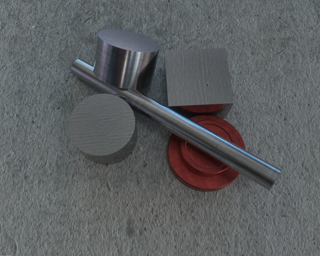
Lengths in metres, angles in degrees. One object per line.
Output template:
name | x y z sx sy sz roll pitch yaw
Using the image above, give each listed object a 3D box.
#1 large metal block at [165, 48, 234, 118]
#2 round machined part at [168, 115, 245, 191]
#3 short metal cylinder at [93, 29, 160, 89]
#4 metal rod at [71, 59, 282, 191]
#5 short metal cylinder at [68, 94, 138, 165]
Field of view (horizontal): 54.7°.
large metal block | 0.048 -0.057 0.415 0.081 0.050 0.080 -3 70 -1
round machined part | 0.059 0.028 0.390 0.099 0.042 0.098 0 70 0
short metal cylinder | -0.044 -0.092 0.409 0.081 0.050 0.080 12 31 -7
metal rod | 0.001 -0.016 0.379 0.300 0.025 0.025 31 72 24
short metal cylinder | -0.070 0.003 0.395 0.081 0.050 0.080 0 70 0
